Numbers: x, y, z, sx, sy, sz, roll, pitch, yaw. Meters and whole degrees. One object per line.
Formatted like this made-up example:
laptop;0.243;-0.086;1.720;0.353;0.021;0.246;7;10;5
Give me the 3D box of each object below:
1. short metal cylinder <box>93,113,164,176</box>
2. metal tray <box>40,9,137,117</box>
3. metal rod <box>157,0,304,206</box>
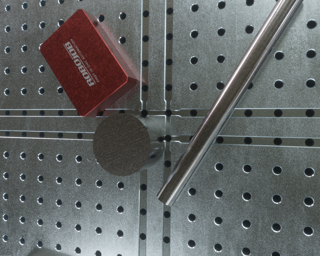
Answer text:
short metal cylinder;-0.041;0.021;0.413;0.080;0.050;0.079;0;90;19
metal tray;-0.105;-0.091;0.446;0.090;0.030;0.130;-37;79;16
metal rod;0.082;-0.031;0.383;0.025;0.025;0.299;34;101;16
